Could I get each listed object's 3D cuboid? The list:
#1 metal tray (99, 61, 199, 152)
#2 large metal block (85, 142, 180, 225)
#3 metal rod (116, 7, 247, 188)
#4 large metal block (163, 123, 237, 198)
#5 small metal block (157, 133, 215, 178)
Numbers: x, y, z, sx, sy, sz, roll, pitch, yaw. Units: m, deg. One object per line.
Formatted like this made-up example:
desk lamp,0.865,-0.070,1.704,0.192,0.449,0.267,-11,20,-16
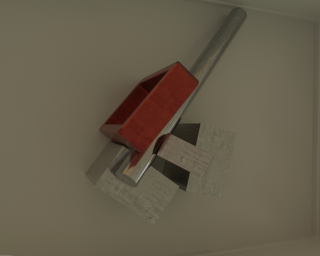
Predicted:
metal tray,-0.019,-0.021,0.346,0.030,0.130,0.090,42,78,-15
large metal block,-0.036,0.062,0.369,0.080,0.080,0.050,38,78,-17
metal rod,0.041,-0.057,0.377,0.025,0.025,0.301,43,59,-15
large metal block,0.047,0.039,0.400,0.050,0.080,0.080,14,85,-20
small metal block,0.029,0.029,0.329,0.050,0.050,0.025,26,89,13
